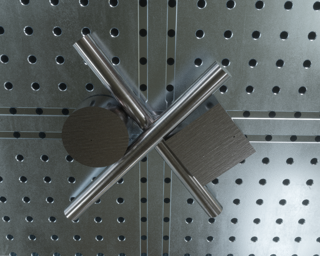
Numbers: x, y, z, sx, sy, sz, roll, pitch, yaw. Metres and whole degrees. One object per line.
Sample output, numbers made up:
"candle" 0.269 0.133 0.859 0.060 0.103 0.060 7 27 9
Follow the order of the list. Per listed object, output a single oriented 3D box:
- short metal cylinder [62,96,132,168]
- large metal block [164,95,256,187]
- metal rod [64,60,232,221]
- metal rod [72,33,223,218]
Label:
"short metal cylinder" -0.078 0.004 0.397 0.081 0.050 0.079 0 110 0
"large metal block" 0.062 0.014 0.401 0.080 0.050 0.080 -37 106 12
"metal rod" -0.030 0.030 0.398 0.025 0.025 0.299 41 113 -14
"metal rod" -0.006 0.008 0.412 0.025 0.025 0.300 -34 107 11
